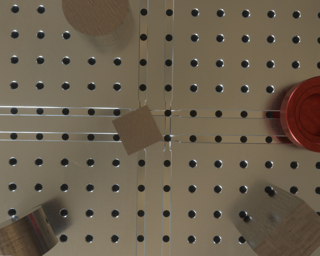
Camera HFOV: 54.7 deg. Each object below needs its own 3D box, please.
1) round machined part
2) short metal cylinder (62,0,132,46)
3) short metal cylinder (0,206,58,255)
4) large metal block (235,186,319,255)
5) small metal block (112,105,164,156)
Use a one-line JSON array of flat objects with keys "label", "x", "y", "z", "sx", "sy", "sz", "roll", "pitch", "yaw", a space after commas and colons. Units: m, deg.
[{"label": "round machined part", "x": 0.207, "y": -0.017, "z": 0.408, "sx": 0.099, "sy": 0.042, "sz": 0.097, "roll": 0, "pitch": 90, "yaw": -1}, {"label": "short metal cylinder", "x": -0.079, "y": -0.152, "z": 0.400, "sx": 0.081, "sy": 0.050, "sz": 0.079, "roll": 0, "pitch": 90, "yaw": -1}, {"label": "short metal cylinder", "x": -0.176, "y": 0.138, "z": 0.384, "sx": 0.080, "sy": 0.080, "sz": 0.050, "roll": -24, "pitch": 90, "yaw": 0}, {"label": "large metal block", "x": 0.150, "y": 0.126, "z": 0.388, "sx": 0.080, "sy": 0.080, "sz": 0.050, "roll": -45, "pitch": 91, "yaw": 0}, {"label": "small metal block", "x": -0.029, "y": 0.003, "z": 0.413, "sx": 0.050, "sy": 0.025, "sz": 0.050, "roll": -25, "pitch": 90, "yaw": -1}]
